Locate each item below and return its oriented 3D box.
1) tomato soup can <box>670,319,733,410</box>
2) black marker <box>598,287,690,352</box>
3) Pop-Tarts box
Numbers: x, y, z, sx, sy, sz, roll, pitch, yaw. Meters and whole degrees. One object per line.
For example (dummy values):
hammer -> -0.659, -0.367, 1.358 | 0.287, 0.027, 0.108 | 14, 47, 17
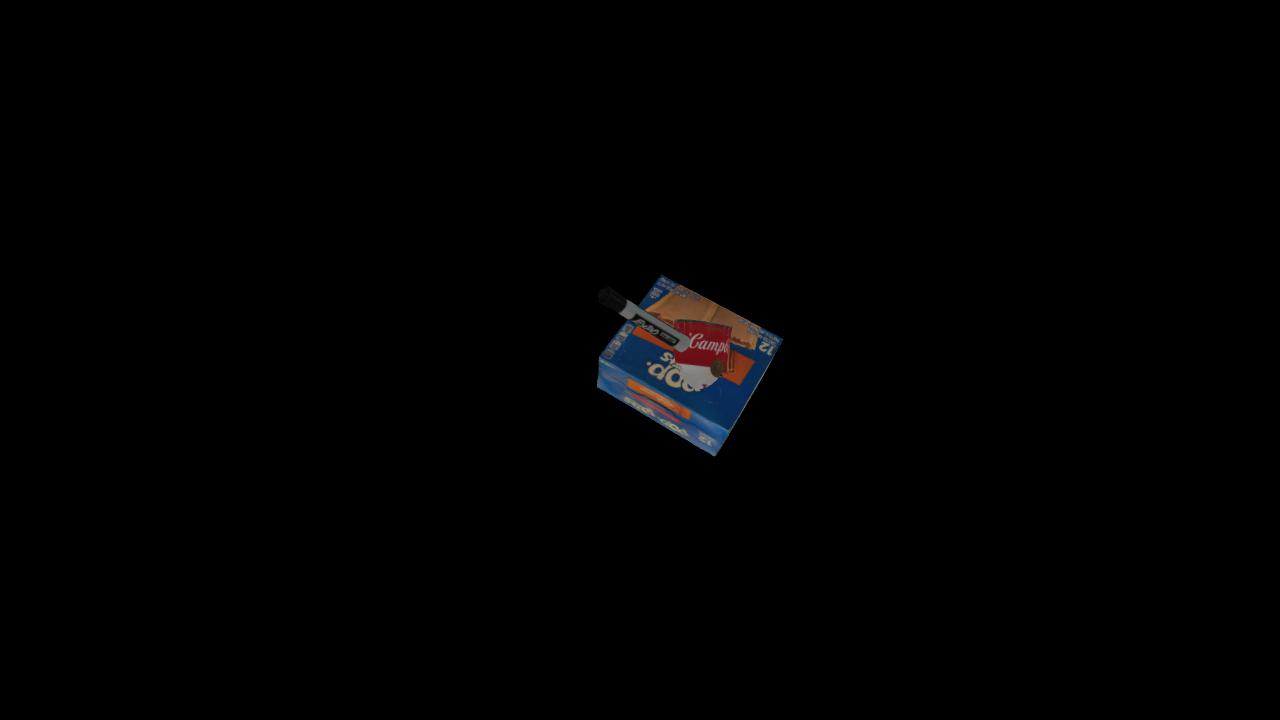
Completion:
tomato soup can -> 0.065, 0.008, 0.698 | 0.068, 0.101, 0.068 | 8, -1, 0
black marker -> 0.005, -0.041, 0.631 | 0.121, 0.020, 0.020 | 30, -18, -35
Pop-Tarts box -> 0.056, 0.004, 0.726 | 0.167, 0.141, 0.083 | 30, -27, 13
